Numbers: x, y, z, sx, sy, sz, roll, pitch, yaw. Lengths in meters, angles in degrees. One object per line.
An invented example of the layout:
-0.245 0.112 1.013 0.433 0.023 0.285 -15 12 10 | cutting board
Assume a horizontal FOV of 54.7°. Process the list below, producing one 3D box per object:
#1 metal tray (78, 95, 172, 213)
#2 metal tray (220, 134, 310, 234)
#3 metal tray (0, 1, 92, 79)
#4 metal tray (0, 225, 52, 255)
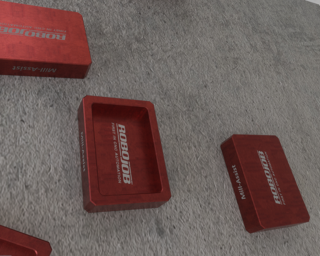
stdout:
-0.044 0.027 0.359 0.091 0.030 0.130 3 60 -27 | metal tray
0.145 0.073 0.433 0.091 0.030 0.130 2 61 -27 | metal tray
-0.158 -0.108 0.381 0.131 0.030 0.090 -2 63 -29 | metal tray
-0.153 0.139 0.233 0.090 0.030 0.130 26 53 -12 | metal tray
